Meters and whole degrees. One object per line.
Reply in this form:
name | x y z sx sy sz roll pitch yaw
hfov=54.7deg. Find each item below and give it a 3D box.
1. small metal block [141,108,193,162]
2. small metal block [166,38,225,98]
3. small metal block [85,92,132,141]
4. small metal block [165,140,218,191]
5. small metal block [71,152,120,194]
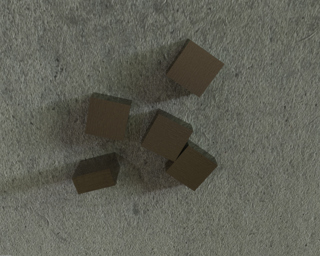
small metal block | 0.009 0.010 0.413 0.050 0.025 0.050 26 108 -10
small metal block | 0.042 -0.074 0.383 0.050 0.025 0.050 32 107 -11
small metal block | -0.067 -0.015 0.404 0.050 0.025 0.050 12 110 -5
small metal block | 0.043 0.051 0.429 0.050 0.025 0.050 35 106 -12
small metal block | -0.085 0.060 0.418 0.050 0.050 0.025 -14 110 5
